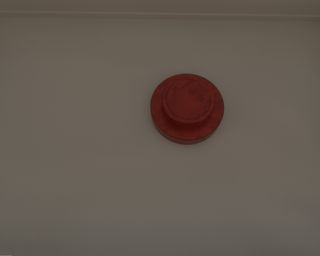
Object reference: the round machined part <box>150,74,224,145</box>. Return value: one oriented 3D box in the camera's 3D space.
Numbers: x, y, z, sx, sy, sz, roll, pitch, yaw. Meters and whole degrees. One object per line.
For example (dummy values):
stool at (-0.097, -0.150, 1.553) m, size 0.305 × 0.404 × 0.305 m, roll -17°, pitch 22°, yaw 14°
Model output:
round machined part at (0.036, -0.030, 0.412) m, size 0.099 × 0.042 × 0.098 m, roll 0°, pitch 70°, yaw 0°
